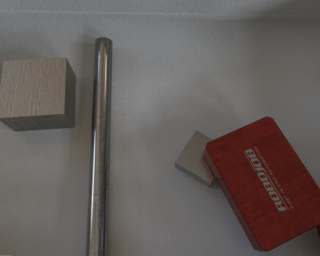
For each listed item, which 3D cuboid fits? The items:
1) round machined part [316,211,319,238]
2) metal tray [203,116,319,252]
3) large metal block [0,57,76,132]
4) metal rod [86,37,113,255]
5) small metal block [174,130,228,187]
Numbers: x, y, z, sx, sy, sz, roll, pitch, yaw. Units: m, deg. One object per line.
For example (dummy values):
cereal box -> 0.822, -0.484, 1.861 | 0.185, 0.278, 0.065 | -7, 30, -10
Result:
round machined part -> 0.231, 0.114, 0.347 | 0.098, 0.042, 0.098 | -16, 54, 23
metal tray -> 0.119, 0.061, 0.356 | 0.091, 0.030, 0.130 | -23, 69, -8
large metal block -> -0.159, -0.043, 0.410 | 0.081, 0.050, 0.080 | -4, 70, -2
metal rod -> -0.077, 0.015, 0.403 | 0.025, 0.025, 0.299 | -2, 70, -1
small metal block -> 0.054, 0.039, 0.396 | 0.050, 0.025, 0.050 | 32, 73, 10
